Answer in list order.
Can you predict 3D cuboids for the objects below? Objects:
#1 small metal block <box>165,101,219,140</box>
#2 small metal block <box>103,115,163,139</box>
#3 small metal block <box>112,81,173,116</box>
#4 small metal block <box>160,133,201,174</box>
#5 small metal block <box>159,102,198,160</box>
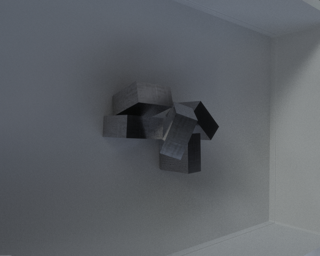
[{"bbox_3d":[0.044,-0.010,0.427,0.050,0.050,0.025,50,61,-29],"label":"small metal block"},{"bbox_3d":[-0.032,-0.001,0.363,0.050,0.050,0.025,4,88,-40],"label":"small metal block"},{"bbox_3d":[-0.021,-0.032,0.369,0.050,0.050,0.025,4,72,-40],"label":"small metal block"},{"bbox_3d":[0.026,0.032,0.411,0.025,0.050,0.050,-2,92,-44],"label":"small metal block"},{"bbox_3d":[0.020,0.002,0.364,0.025,0.050,0.050,19,107,-8],"label":"small metal block"}]
